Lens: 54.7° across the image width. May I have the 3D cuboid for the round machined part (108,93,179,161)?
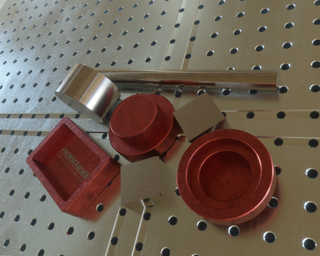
[{"bbox_3d":[-0.027,-0.007,0.415,0.098,0.042,0.098,-14,53,19],"label":"round machined part"}]

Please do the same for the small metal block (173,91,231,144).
[{"bbox_3d":[0.051,-0.010,0.388,0.050,0.025,0.050,-33,51,6],"label":"small metal block"}]

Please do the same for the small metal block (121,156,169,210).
[{"bbox_3d":[-0.020,0.068,0.377,0.050,0.025,0.050,-18,55,18],"label":"small metal block"}]

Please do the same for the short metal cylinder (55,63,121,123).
[{"bbox_3d":[-0.106,-0.050,0.460,0.080,0.080,0.050,19,72,35],"label":"short metal cylinder"}]

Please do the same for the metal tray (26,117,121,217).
[{"bbox_3d":[-0.126,0.050,0.440,0.090,0.030,0.130,-50,51,-7],"label":"metal tray"}]

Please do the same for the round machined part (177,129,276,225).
[{"bbox_3d":[0.071,0.053,0.327,0.098,0.042,0.098,-13,56,21],"label":"round machined part"}]

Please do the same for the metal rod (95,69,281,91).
[{"bbox_3d":[0.013,-0.072,0.445,0.300,0.025,0.025,7,65,31],"label":"metal rod"}]
